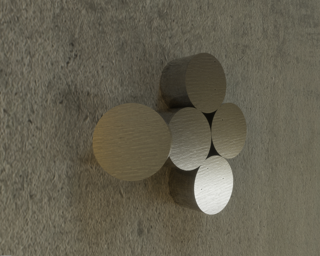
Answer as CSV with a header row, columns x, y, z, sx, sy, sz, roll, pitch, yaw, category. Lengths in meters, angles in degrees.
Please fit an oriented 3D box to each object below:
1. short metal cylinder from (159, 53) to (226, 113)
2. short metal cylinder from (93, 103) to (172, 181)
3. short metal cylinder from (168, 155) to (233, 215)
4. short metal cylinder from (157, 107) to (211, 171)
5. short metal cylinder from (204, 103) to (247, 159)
x,y,z,sx,sy,sz,roll,pitch,yaw,category
0.046,-0.060,0.428,0.081,0.050,0.080,0,90,-40,short metal cylinder
-0.027,0.015,0.340,0.080,0.050,0.080,0,89,4,short metal cylinder
0.058,0.077,0.439,0.081,0.050,0.080,0,90,-40,short metal cylinder
0.022,0.013,0.408,0.081,0.050,0.080,0,90,-40,short metal cylinder
0.084,0.004,0.460,0.081,0.050,0.080,0,90,-40,short metal cylinder
